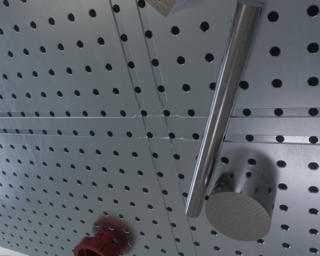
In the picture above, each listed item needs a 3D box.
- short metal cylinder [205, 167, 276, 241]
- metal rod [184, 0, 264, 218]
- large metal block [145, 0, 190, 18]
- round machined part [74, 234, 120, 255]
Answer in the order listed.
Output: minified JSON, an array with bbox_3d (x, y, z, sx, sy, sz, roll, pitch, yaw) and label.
[{"bbox_3d":[0.105,0.098,0.401,0.080,0.050,0.079,13,124,21],"label":"short metal cylinder"},{"bbox_3d":[0.067,0.003,0.377,0.025,0.025,0.298,20,126,16],"label":"metal rod"},{"bbox_3d":[0.006,-0.166,0.289,0.080,0.050,0.080,41,129,0],"label":"large metal block"},{"bbox_3d":[-0.120,0.253,0.620,0.098,0.042,0.097,13,124,21],"label":"round machined part"}]
